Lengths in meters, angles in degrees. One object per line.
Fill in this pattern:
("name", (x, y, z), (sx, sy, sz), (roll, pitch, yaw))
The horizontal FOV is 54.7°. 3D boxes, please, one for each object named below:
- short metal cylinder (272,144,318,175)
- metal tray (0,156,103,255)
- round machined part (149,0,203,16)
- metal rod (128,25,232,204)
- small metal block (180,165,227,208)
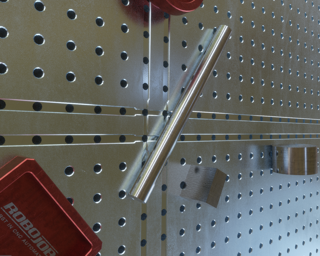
("short metal cylinder", (0.258, 0.058, 0.594), (0.081, 0.080, 0.050), (-3, 92, -40))
("metal tray", (-0.127, 0.103, 0.300), (0.090, 0.030, 0.130), (-45, 117, -31))
("round machined part", (0.013, -0.199, 0.411), (0.099, 0.042, 0.097), (0, 90, -40))
("metal rod", (0.037, -0.034, 0.442), (0.025, 0.025, 0.300), (43, 64, -32))
("small metal block", (0.063, 0.083, 0.448), (0.025, 0.050, 0.050), (35, 69, -35))
